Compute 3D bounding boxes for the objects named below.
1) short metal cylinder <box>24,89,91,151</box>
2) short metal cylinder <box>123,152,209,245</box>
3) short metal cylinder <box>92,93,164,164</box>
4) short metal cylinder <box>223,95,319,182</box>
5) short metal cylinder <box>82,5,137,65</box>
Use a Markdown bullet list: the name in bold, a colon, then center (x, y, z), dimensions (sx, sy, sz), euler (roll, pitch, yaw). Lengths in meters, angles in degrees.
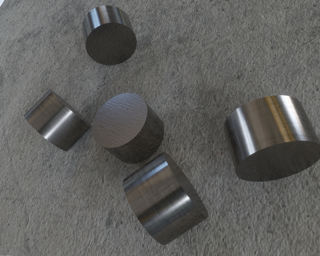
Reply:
- **short metal cylinder**: center (-0.148, -0.011, 0.453), dimensions (0.050, 0.080, 0.080), euler (-47, 51, -5)
- **short metal cylinder**: center (0.006, 0.071, 0.322), dimensions (0.050, 0.080, 0.080), euler (-35, 51, 5)
- **short metal cylinder**: center (-0.041, 0.001, 0.409), dimensions (0.080, 0.050, 0.080), euler (-13, 56, 21)
- **short metal cylinder**: center (0.108, 0.013, 0.304), dimensions (0.080, 0.080, 0.050), euler (-20, 54, 17)
- **short metal cylinder**: center (-0.083, -0.150, 0.504), dimensions (0.080, 0.080, 0.050), euler (-27, 52, 11)
